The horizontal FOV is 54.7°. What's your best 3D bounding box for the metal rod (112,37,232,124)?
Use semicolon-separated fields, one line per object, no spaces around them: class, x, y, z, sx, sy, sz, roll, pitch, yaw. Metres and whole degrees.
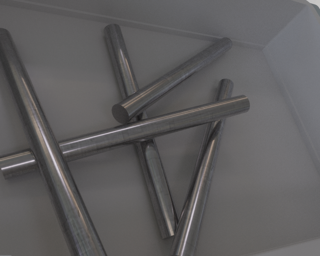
metal rod;0.037;-0.084;0.457;0.025;0.025;0.302;46;45;4

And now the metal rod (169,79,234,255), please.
metal rod;0.064;0.030;0.404;0.025;0.025;0.301;32;46;-8

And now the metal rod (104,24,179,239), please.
metal rod;-0.028;-0.013;0.397;0.025;0.025;0.299;-4;64;-30

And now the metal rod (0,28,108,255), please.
metal rod;-0.119;0.003;0.303;0.025;0.025;0.299;-13;57;-34

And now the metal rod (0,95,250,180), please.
metal rod;-0.020;0.003;0.361;0.302;0.025;0.025;-15;69;-24
